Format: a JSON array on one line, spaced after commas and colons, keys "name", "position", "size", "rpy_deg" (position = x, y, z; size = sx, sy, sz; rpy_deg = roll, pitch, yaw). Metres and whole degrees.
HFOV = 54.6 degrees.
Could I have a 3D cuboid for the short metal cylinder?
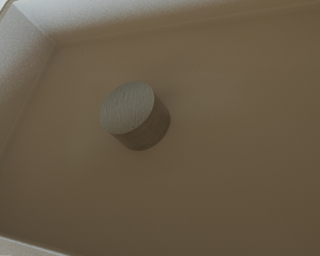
[{"name": "short metal cylinder", "position": [-0.033, -0.016, 0.418], "size": [0.080, 0.050, 0.080], "rpy_deg": [-13, 56, 21]}]
